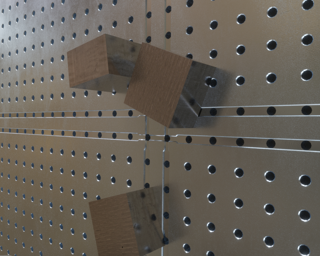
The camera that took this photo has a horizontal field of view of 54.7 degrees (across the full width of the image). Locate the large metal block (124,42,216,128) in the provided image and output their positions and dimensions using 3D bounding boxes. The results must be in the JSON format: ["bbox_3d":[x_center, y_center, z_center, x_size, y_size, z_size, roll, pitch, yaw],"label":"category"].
[{"bbox_3d":[0.010,-0.052,0.383,0.080,0.050,0.079,30,109,35],"label":"large metal block"}]

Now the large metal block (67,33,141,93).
[{"bbox_3d":[-0.069,-0.085,0.428,0.080,0.081,0.050,-10,84,39],"label":"large metal block"}]

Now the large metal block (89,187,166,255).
[{"bbox_3d":[-0.047,0.132,0.430,0.080,0.050,0.080,-22,76,37],"label":"large metal block"}]
